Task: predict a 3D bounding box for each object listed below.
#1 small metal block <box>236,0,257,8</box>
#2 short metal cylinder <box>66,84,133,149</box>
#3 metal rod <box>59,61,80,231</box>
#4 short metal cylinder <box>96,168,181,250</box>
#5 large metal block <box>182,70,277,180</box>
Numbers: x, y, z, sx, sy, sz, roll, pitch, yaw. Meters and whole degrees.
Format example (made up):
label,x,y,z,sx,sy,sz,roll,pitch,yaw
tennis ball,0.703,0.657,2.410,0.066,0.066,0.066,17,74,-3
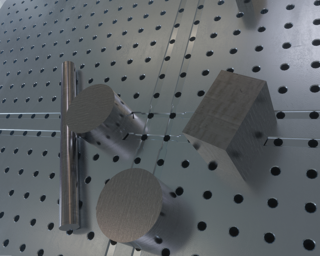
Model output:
label,x,y,z,sx,sy,sz,roll,pitch,yaw
small metal block,0.130,-0.215,0.456,0.025,0.050,0.050,16,70,34
short metal cylinder,-0.087,-0.017,0.448,0.080,0.050,0.080,-13,56,21
metal rod,-0.141,0.006,0.477,0.025,0.025,0.299,-23,53,14
short metal cylinder,-0.023,0.091,0.348,0.080,0.050,0.080,-13,57,21
large metal block,0.079,-0.002,0.333,0.050,0.080,0.080,24,75,36
